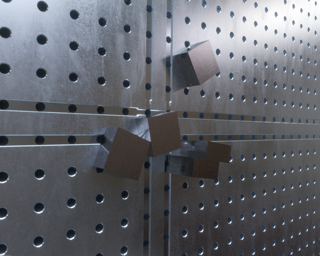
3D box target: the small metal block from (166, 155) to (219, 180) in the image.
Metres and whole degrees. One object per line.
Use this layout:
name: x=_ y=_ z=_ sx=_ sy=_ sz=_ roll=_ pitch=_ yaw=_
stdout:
small metal block: x=0.045 y=0.054 z=0.430 sx=0.050 sy=0.050 sz=0.025 roll=13 pitch=82 yaw=-39

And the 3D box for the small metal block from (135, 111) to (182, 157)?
small metal block: x=-0.001 y=0.007 z=0.407 sx=0.050 sy=0.025 sz=0.050 roll=-15 pitch=100 yaw=-39

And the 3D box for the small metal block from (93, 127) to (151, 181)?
small metal block: x=-0.045 y=0.031 z=0.371 sx=0.050 sy=0.025 sz=0.050 roll=28 pitch=73 yaw=-37

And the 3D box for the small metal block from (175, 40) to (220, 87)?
small metal block: x=0.056 y=-0.095 z=0.455 sx=0.050 sy=0.025 sz=0.050 roll=-37 pitch=113 yaw=-34

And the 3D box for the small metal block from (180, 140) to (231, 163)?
small metal block: x=0.066 y=0.033 z=0.447 sx=0.050 sy=0.050 sz=0.025 roll=12 pitch=82 yaw=-39
